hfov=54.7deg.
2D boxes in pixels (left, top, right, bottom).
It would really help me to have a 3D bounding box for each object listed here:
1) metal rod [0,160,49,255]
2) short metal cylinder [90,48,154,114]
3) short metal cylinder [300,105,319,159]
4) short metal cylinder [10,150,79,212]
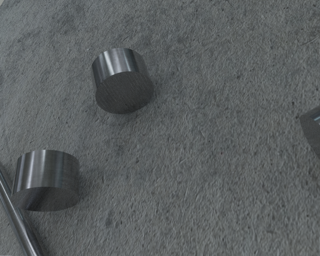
[{"bbox_3d":[-0.183,0.136,0.416,0.025,0.025,0.300,-47,51,-5],"label":"metal rod"},{"bbox_3d":[-0.054,-0.065,0.437,0.080,0.080,0.050,-28,52,11],"label":"short metal cylinder"},{"bbox_3d":[0.171,0.009,0.273,0.050,0.080,0.080,-31,52,8],"label":"short metal cylinder"},{"bbox_3d":[-0.146,0.070,0.403,0.080,0.080,0.050,-20,54,16],"label":"short metal cylinder"}]
